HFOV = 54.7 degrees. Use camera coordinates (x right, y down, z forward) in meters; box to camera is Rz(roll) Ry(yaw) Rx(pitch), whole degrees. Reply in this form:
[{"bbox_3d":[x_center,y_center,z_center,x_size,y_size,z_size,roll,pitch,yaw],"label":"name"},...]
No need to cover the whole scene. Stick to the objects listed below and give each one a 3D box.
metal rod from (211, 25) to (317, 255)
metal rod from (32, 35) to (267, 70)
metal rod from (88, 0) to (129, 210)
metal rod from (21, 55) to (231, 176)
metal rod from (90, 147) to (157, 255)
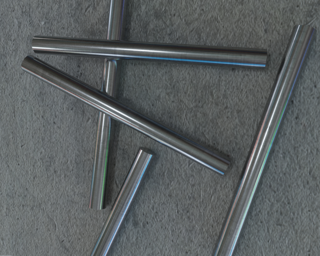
[{"bbox_3d":[0.119,0.029,0.366,0.025,0.025,0.298,20,97,19],"label":"metal rod"},{"bbox_3d":[-0.022,-0.098,0.396,0.301,0.025,0.025,7,92,12],"label":"metal rod"},{"bbox_3d":[-0.072,-0.036,0.434,0.025,0.025,0.298,7,92,20],"label":"metal rod"},{"bbox_3d":[-0.050,-0.020,0.403,0.301,0.025,0.025,28,99,9],"label":"metal rod"},{"bbox_3d":[-0.078,0.165,0.436,0.025,0.025,0.298,28,99,18],"label":"metal rod"}]
